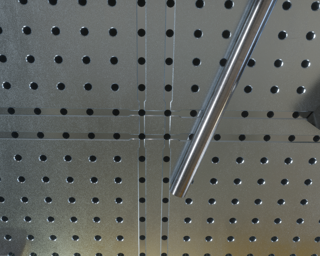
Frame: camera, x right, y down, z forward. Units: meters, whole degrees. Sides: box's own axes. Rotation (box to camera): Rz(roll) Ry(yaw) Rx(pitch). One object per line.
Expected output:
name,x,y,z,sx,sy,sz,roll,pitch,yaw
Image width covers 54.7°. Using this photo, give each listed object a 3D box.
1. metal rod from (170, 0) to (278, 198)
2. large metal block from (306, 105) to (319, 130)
metal rod,0.078,-0.038,0.400,0.025,0.025,0.298,19,109,-8
large metal block,0.257,-0.012,0.399,0.080,0.050,0.080,33,107,-12
